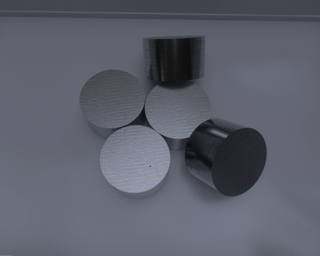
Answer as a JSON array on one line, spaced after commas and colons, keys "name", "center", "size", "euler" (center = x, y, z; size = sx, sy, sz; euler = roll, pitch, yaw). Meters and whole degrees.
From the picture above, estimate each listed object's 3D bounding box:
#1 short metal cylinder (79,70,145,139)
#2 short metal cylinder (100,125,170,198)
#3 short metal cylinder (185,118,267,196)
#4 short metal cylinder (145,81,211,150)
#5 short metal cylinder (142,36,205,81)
[{"name": "short metal cylinder", "center": [-0.059, -0.029, 0.404], "size": [0.081, 0.050, 0.080], "euler": [0, 70, 0]}, {"name": "short metal cylinder", "center": [-0.029, 0.042, 0.378], "size": [0.081, 0.050, 0.080], "euler": [0, 70, 0]}, {"name": "short metal cylinder", "center": [0.077, 0.032, 0.362], "size": [0.081, 0.050, 0.079], "euler": [-9, 108, -28]}, {"name": "short metal cylinder", "center": [0.022, -0.016, 0.400], "size": [0.081, 0.050, 0.080], "euler": [0, 70, 0]}, {"name": "short metal cylinder", "center": [0.019, -0.093, 0.405], "size": [0.081, 0.080, 0.050], "euler": [-3, 109, -1]}]
